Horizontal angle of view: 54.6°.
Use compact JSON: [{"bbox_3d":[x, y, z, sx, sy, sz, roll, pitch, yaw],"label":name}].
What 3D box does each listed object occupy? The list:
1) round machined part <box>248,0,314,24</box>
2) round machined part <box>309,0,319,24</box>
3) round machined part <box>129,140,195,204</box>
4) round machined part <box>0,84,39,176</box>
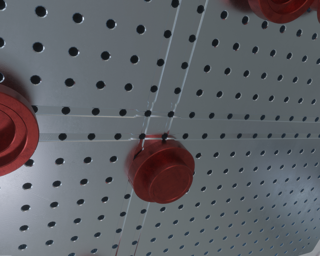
[{"bbox_3d":[0.142,-0.178,0.367,0.099,0.042,0.097,-14,124,-21],"label":"round machined part"},{"bbox_3d":[0.231,-0.183,0.401,0.099,0.042,0.097,-28,135,-31],"label":"round machined part"},{"bbox_3d":[0.008,0.070,0.447,0.099,0.042,0.097,-14,124,-21],"label":"round machined part"},{"bbox_3d":[-0.173,-0.001,0.305,0.099,0.042,0.097,-14,124,-21],"label":"round machined part"}]
